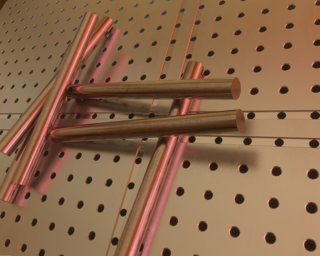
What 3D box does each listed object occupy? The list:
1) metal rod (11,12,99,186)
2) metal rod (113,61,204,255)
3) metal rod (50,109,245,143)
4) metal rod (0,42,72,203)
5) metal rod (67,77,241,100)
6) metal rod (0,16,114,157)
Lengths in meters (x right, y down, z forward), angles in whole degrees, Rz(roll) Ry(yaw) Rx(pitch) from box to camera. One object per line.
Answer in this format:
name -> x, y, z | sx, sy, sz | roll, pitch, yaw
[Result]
metal rod -> -0.163, -0.055, 0.498 | 0.025, 0.025, 0.299 | 9, 73, 32
metal rod -> -0.001, 0.044, 0.382 | 0.025, 0.025, 0.300 | 8, 65, 31
metal rod -> -0.040, 0.002, 0.403 | 0.300, 0.025, 0.025 | -4, 60, 35
metal rod -> -0.198, -0.022, 0.527 | 0.025, 0.025, 0.300 | 1, 62, 29
metal rod -> -0.033, -0.053, 0.436 | 0.300, 0.025, 0.025 | 4, 64, 38
metal rod -> -0.168, -0.082, 0.527 | 0.025, 0.025, 0.300 | 14, 62, 34
